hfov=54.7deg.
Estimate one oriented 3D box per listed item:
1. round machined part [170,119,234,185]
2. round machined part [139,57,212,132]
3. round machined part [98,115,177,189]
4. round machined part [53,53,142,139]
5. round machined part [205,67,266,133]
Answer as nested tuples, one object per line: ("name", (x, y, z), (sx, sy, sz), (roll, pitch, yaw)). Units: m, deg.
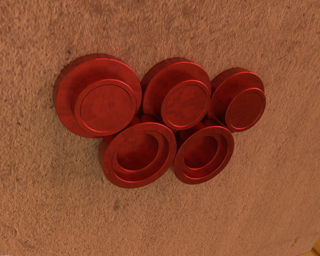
("round machined part", (0.054, 0.030, 0.448), (0.099, 0.042, 0.097), (-14, 125, -21))
("round machined part", (0.024, -0.036, 0.390), (0.099, 0.042, 0.097), (-14, 125, -21))
("round machined part", (-0.031, 0.026, 0.398), (0.099, 0.042, 0.097), (-14, 125, -21))
("round machined part", (-0.065, -0.030, 0.345), (0.099, 0.042, 0.097), (-14, 125, -21))
("round machined part", (0.110, -0.033, 0.439), (0.099, 0.042, 0.097), (-14, 125, -21))
